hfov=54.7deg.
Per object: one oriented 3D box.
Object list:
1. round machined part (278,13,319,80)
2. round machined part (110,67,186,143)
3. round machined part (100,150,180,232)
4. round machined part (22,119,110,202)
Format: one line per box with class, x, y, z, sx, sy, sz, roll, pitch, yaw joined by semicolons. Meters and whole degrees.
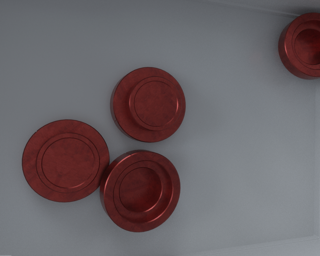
round machined part;0.228;-0.122;0.477;0.099;0.042;0.097;0;87;-7
round machined part;-0.011;-0.030;0.397;0.099;0.042;0.097;0;90;-20
round machined part;-0.027;0.075;0.388;0.099;0.042;0.097;-1;93;-25
round machined part;-0.108;0.038;0.362;0.099;0.042;0.097;0;90;-20
